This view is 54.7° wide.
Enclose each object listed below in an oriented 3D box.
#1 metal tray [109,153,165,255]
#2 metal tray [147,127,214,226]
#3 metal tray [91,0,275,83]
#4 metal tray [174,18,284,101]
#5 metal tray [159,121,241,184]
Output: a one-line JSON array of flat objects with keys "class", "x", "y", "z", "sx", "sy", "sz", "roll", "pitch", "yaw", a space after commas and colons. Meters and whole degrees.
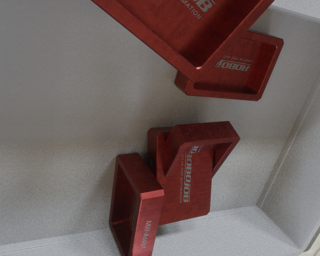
[{"class": "metal tray", "x": -0.036, "y": 0.110, "z": 0.416, "sx": 0.030, "sy": 0.090, "sz": 0.129, "roll": -4, "pitch": 121, "yaw": -27}, {"class": "metal tray", "x": 0.028, "y": 0.064, "z": 0.436, "sx": 0.091, "sy": 0.030, "sz": 0.129, "roll": -3, "pitch": 101, "yaw": -27}, {"class": "metal tray", "x": 0.010, "y": -0.098, "z": 0.198, "sx": 0.090, "sy": 0.030, "sz": 0.131, "roll": -48, "pitch": 133, "yaw": 13}, {"class": "metal tray", "x": 0.091, "y": -0.085, "z": 0.404, "sx": 0.131, "sy": 0.030, "sz": 0.089, "roll": 1, "pitch": 118, "yaw": -30}, {"class": "metal tray", "x": 0.043, "y": 0.047, "z": 0.433, "sx": 0.091, "sy": 0.030, "sz": 0.129, "roll": -4, "pitch": 140, "yaw": -27}]
